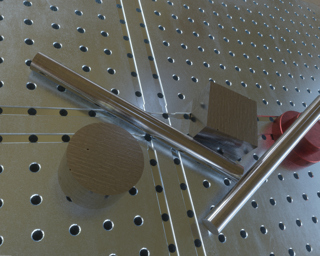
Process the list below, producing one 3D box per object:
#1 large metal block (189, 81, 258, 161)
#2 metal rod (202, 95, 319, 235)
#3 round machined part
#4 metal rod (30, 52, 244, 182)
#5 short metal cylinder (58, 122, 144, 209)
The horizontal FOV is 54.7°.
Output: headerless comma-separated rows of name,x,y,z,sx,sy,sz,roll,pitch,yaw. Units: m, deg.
large metal block,0.091,-0.009,0.447,0.080,0.050,0.080,22,54,-15
metal rod,0.165,0.037,0.440,0.302,0.025,0.025,-38,83,-28
round machined part,0.241,0.012,0.519,0.099,0.042,0.098,14,56,-21
metal rod,-0.022,-0.009,0.401,0.301,0.025,0.025,29,52,-10
short metal cylinder,-0.064,0.041,0.333,0.081,0.050,0.080,14,56,-21
